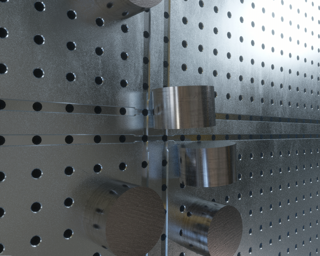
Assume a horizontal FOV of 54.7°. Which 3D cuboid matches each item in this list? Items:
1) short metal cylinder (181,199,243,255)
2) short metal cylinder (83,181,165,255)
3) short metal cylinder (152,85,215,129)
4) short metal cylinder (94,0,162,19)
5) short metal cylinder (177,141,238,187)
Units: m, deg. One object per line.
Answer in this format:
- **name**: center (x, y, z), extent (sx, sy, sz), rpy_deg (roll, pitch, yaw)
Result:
- **short metal cylinder**: center (0.078, 0.151, 0.462), extent (0.081, 0.050, 0.079), rpy_deg (0, 90, -40)
- **short metal cylinder**: center (-0.041, 0.104, 0.361), extent (0.081, 0.050, 0.079), rpy_deg (0, 90, -40)
- **short metal cylinder**: center (0.031, -0.026, 0.401), extent (0.081, 0.080, 0.050), rpy_deg (-5, 94, -40)
- **short metal cylinder**: center (-0.038, -0.175, 0.362), extent (0.081, 0.050, 0.079), rpy_deg (0, 90, -40)
- **short metal cylinder**: center (0.066, 0.047, 0.431), extent (0.081, 0.080, 0.050), rpy_deg (-7, 95, -40)
